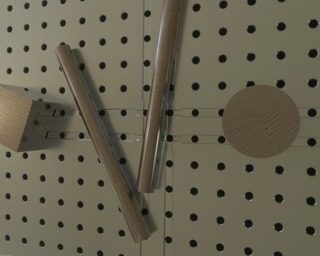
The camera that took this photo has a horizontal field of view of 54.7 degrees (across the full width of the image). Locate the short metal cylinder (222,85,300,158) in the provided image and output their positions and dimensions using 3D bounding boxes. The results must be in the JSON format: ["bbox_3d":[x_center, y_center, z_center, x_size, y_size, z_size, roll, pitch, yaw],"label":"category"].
[{"bbox_3d":[0.116,-0.007,0.358,0.080,0.050,0.079,0,90,20],"label":"short metal cylinder"}]

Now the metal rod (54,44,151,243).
[{"bbox_3d":[-0.085,0.016,0.442,0.025,0.025,0.299,-27,81,18],"label":"metal rod"}]

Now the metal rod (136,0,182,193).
[{"bbox_3d":[0.001,-0.063,0.411,0.025,0.025,0.298,9,93,19],"label":"metal rod"}]

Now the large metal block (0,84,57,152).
[{"bbox_3d":[-0.219,-0.017,0.476,0.080,0.050,0.080,23,97,18],"label":"large metal block"}]
